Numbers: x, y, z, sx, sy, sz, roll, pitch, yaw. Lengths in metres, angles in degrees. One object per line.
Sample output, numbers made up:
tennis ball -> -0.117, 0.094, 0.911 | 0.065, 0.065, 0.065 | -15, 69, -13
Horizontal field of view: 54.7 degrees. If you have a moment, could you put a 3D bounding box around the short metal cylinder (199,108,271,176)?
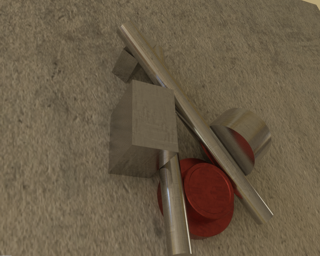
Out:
short metal cylinder -> 0.100, 0.020, 0.414 | 0.080, 0.080, 0.050 | 49, 51, 5

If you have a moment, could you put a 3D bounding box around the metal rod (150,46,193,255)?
metal rod -> 0.007, 0.004, 0.388 | 0.025, 0.025, 0.299 | 11, 51, -23

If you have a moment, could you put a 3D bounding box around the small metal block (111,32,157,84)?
small metal block -> -0.036, -0.097, 0.430 | 0.025, 0.050, 0.050 | 39, 51, -3

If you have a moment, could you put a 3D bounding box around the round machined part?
round machined part -> 0.050, 0.081, 0.374 | 0.099, 0.042, 0.098 | 14, 56, -21

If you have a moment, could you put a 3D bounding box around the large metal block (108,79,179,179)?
large metal block -> -0.022, 0.005, 0.357 | 0.050, 0.080, 0.080 | 11, 57, -23

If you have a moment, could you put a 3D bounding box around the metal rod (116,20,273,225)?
metal rod -> 0.045, -0.006, 0.390 | 0.025, 0.025, 0.299 | -38, 92, -39
